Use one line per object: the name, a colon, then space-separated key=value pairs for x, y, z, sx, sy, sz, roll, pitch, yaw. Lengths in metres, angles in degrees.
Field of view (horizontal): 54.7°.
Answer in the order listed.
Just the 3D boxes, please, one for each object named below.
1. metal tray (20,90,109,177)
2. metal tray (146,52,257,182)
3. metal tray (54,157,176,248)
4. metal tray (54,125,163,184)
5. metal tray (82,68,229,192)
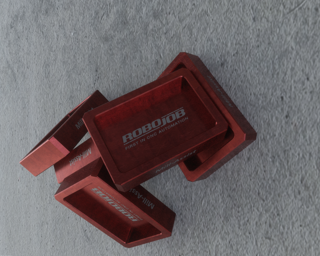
metal tray: x=-0.135 y=0.004 z=0.453 sx=0.090 sy=0.130 sz=0.030 roll=-30 pitch=110 yaw=35
metal tray: x=0.040 y=-0.014 z=0.369 sx=0.090 sy=0.030 sz=0.130 roll=-46 pitch=63 yaw=30
metal tray: x=-0.055 y=0.100 z=0.393 sx=0.090 sy=0.130 sz=0.030 roll=-31 pitch=26 yaw=36
metal tray: x=-0.070 y=0.036 z=0.420 sx=0.130 sy=0.091 sz=0.030 roll=-31 pitch=71 yaw=35
metal tray: x=-0.005 y=-0.001 z=0.336 sx=0.131 sy=0.030 sz=0.090 roll=-27 pitch=67 yaw=-11
